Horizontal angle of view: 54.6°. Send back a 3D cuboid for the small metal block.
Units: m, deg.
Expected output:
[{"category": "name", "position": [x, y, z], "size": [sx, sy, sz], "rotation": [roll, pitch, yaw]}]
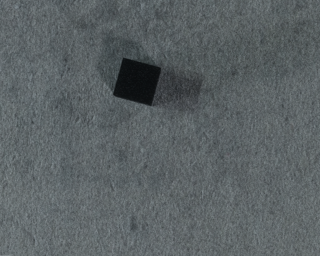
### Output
[{"category": "small metal block", "position": [-0.030, -0.060, 0.410], "size": [0.050, 0.025, 0.050], "rotation": [15, 90, 0]}]
